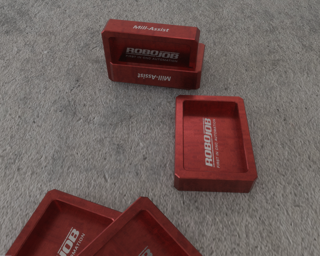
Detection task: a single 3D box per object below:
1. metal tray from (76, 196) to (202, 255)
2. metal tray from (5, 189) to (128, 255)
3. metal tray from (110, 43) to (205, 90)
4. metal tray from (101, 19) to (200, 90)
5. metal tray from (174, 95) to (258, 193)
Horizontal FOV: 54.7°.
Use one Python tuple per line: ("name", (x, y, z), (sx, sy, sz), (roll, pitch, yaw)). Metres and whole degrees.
("metal tray", (-0.030, 0.132, 0.258), (0.090, 0.030, 0.131), (46, 53, 9))
("metal tray", (-0.096, 0.130, 0.289), (0.090, 0.030, 0.130), (16, 52, 13))
("metal tray", (0.000, -0.101, 0.474), (0.131, 0.030, 0.090), (7, 42, 7))
("metal tray", (-0.012, -0.104, 0.447), (0.131, 0.089, 0.030), (7, 50, 6))
("metal tray", (0.064, 0.015, 0.387), (0.091, 0.030, 0.130), (2, 50, 1))
